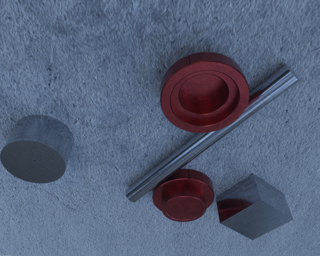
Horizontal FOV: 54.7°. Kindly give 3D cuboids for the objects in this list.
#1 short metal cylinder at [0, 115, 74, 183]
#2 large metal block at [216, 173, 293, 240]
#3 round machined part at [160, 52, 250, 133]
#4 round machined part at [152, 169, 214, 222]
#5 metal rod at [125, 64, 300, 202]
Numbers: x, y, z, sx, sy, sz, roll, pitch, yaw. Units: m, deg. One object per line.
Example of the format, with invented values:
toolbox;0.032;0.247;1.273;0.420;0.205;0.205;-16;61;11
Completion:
short metal cylinder;-0.161;0.029;0.414;0.081;0.050;0.079;0;130;0
large metal block;0.151;0.130;0.503;0.080;0.050;0.080;33;123;-25
round machined part;0.049;-0.044;0.359;0.099;0.042;0.097;0;130;0
round machined part;0.037;0.113;0.493;0.099;0.042;0.097;0;130;0
metal rod;0.053;0.022;0.426;0.025;0.025;0.299;34;122;-25
